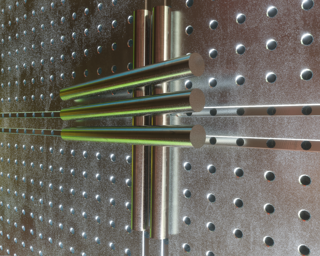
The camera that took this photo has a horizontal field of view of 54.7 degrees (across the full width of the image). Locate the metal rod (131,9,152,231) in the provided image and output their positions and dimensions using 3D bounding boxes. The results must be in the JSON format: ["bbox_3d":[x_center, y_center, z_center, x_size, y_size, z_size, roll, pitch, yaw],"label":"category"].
[{"bbox_3d":[-0.026,-0.010,0.429,0.025,0.025,0.298,1,91,39],"label":"metal rod"}]

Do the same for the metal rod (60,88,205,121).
[{"bbox_3d":[-0.062,-0.026,0.431,0.300,0.025,0.025,-1,89,48],"label":"metal rod"}]

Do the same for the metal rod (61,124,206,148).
[{"bbox_3d":[-0.061,0.009,0.430,0.300,0.025,0.025,0,90,48],"label":"metal rod"}]

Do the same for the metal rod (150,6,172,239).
[{"bbox_3d":[0.001,-0.007,0.407,0.025,0.025,0.298,1,91,39],"label":"metal rod"}]

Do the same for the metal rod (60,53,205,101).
[{"bbox_3d":[-0.063,-0.063,0.432,0.300,0.025,0.025,-2,89,47],"label":"metal rod"}]
